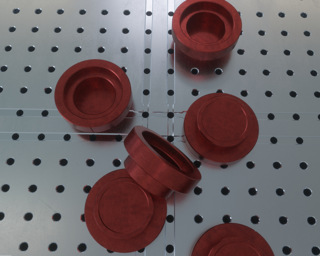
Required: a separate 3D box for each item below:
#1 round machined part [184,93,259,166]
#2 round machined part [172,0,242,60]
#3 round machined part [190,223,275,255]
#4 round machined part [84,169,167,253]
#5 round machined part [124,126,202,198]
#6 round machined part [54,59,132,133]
[{"bbox_3d":[0.080,-0.003,0.404,0.099,0.042,0.098,0,70,0],"label":"round machined part"},{"bbox_3d":[0.066,-0.141,0.455,0.099,0.042,0.098,0,70,0],"label":"round machined part"},{"bbox_3d":[0.083,0.157,0.346,0.099,0.042,0.098,0,70,0],"label":"round machined part"},{"bbox_3d":[-0.041,0.096,0.368,0.099,0.042,0.098,0,70,0],"label":"round machined part"},{"bbox_3d":[-0.003,0.044,0.363,0.098,0.098,0.042,40,101,13],"label":"round machined part"},{"bbox_3d":[-0.086,-0.039,0.417,0.099,0.042,0.098,0,70,0],"label":"round machined part"}]
